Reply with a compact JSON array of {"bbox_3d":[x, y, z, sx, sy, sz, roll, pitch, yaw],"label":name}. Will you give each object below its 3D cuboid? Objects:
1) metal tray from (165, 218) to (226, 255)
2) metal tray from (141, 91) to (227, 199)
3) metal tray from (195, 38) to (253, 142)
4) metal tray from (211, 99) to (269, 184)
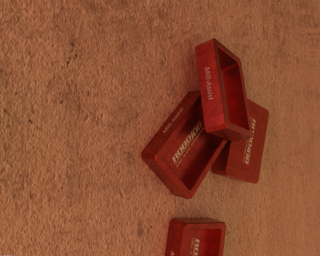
[{"bbox_3d":[0.048,0.197,0.441,0.091,0.030,0.129,14,81,-39],"label":"metal tray"},{"bbox_3d":[0.042,0.021,0.436,0.130,0.030,0.090,-52,121,-27],"label":"metal tray"},{"bbox_3d":[0.093,-0.052,0.445,0.090,0.030,0.129,16,64,-50],"label":"metal tray"},{"bbox_3d":[0.136,0.020,0.515,0.091,0.030,0.129,20,77,-38],"label":"metal tray"}]
